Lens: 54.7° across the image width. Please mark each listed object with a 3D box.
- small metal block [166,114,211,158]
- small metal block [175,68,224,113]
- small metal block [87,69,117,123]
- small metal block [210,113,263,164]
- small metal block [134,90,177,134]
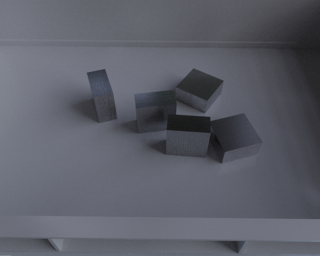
[{"bbox_3d":[0.034,0.010,0.380,0.050,0.050,0.025,4,50,3],"label":"small metal block"},{"bbox_3d":[0.057,-0.055,0.452,0.050,0.025,0.050,27,55,21],"label":"small metal block"},{"bbox_3d":[-0.079,-0.044,0.425,0.025,0.050,0.050,-14,52,-12],"label":"small metal block"},{"bbox_3d":[0.093,0.012,0.395,0.050,0.025,0.050,-13,51,-11],"label":"small metal block"},{"bbox_3d":[-0.006,-0.021,0.406,0.050,0.050,0.025,-7,51,-6],"label":"small metal block"}]
